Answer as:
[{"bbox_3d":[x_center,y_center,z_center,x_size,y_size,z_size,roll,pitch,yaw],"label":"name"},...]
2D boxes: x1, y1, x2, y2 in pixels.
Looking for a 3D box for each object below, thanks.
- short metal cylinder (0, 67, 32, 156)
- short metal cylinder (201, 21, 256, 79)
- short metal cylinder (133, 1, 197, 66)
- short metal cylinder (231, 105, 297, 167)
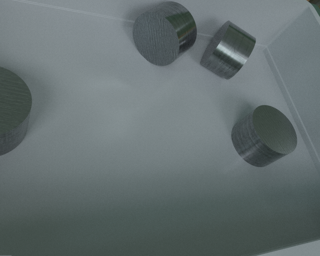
[{"bbox_3d":[-0.173,-0.016,0.307,0.081,0.050,0.080,14,56,-21],"label":"short metal cylinder"},{"bbox_3d":[0.110,-0.126,0.506,0.050,0.080,0.080,30,52,-9],"label":"short metal cylinder"},{"bbox_3d":[0.007,-0.139,0.459,0.080,0.080,0.050,44,51,2],"label":"short metal cylinder"},{"bbox_3d":[0.156,0.012,0.466,0.081,0.050,0.080,14,56,-21],"label":"short metal cylinder"}]
